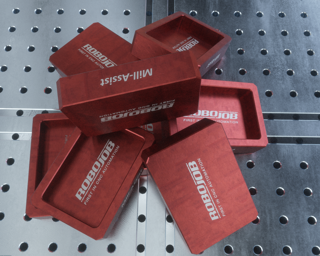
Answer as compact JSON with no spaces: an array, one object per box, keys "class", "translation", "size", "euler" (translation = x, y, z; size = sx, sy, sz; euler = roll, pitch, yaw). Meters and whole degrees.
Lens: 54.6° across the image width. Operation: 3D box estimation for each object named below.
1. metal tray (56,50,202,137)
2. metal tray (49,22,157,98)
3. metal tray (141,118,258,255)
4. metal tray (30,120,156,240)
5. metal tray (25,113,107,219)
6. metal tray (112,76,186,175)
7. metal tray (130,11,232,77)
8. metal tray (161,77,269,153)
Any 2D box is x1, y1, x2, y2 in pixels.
[{"class":"metal tray","translation":[-0.026,-0.031,0.320],"size":[0.131,0.090,0.030],"euler":[-13,71,0]},{"class":"metal tray","translation":[-0.078,-0.084,0.421],"size":[0.090,0.030,0.130],"euler":[-43,60,-14]},{"class":"metal tray","translation":[0.047,0.065,0.350],"size":[0.090,0.030,0.130],"euler":[-28,106,-9]},{"class":"metal tray","translation":[-0.072,0.049,0.358],"size":[0.090,0.030,0.130],"euler":[25,72,9]},{"class":"metal tray","translation":[-0.114,0.045,0.393],"size":[0.091,0.030,0.130],"euler":[-4,69,-2]},{"class":"metal tray","translation":[-0.018,-0.005,0.411],"size":[0.091,0.030,0.130],"euler":[-4,68,-3]},{"class":"metal tray","translation":[0.033,-0.111,0.414],"size":[0.090,0.030,0.131],"euler":[32,40,11]},{"class":"metal tray","translation":[0.067,-0.015,0.396],"size":[0.131,0.030,0.090],"euler":[2,69,-18]}]
